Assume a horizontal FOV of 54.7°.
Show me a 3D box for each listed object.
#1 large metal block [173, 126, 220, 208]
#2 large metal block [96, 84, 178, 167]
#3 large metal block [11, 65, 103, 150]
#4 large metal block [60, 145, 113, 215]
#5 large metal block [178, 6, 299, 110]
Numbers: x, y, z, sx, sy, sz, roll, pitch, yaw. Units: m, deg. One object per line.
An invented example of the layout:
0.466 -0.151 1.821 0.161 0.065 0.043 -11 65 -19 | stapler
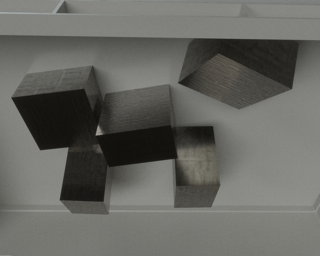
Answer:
0.043 0.053 0.405 0.050 0.080 0.080 -1 148 0 | large metal block
-0.024 -0.004 0.369 0.080 0.080 0.050 -8 130 6 | large metal block
-0.113 -0.023 0.372 0.080 0.050 0.080 -6 130 5 | large metal block
-0.092 0.066 0.412 0.050 0.080 0.080 3 153 -3 | large metal block
0.076 -0.065 0.315 0.080 0.050 0.080 21 162 -18 | large metal block
